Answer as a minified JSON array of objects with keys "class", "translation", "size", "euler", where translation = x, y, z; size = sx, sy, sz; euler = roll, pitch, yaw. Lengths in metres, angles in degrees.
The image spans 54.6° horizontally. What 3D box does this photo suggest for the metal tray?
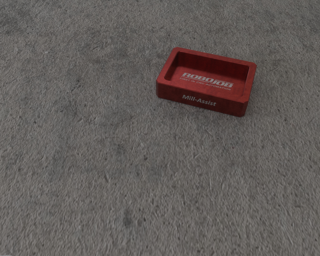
[{"class":"metal tray","translation":[0.069,-0.071,0.460],"size":[0.130,0.030,0.090],"euler":[15,52,12]}]
